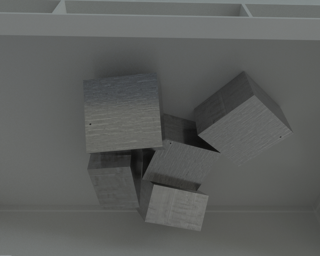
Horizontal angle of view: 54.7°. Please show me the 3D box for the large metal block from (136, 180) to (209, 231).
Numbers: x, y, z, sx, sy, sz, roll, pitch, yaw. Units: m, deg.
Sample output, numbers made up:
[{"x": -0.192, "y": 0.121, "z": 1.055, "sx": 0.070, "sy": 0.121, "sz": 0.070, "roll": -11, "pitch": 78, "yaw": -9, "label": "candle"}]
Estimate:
[{"x": 0.014, "y": 0.108, "z": 0.455, "sx": 0.081, "sy": 0.080, "sz": 0.050, "roll": 14, "pitch": 86, "yaw": -14, "label": "large metal block"}]

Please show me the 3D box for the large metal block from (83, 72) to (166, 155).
[{"x": -0.038, "y": -0.013, "z": 0.352, "sx": 0.080, "sy": 0.080, "sz": 0.050, "roll": -5, "pitch": 172, "yaw": 5, "label": "large metal block"}]

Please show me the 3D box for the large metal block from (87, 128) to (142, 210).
[{"x": -0.056, "y": 0.051, "z": 0.414, "sx": 0.050, "sy": 0.080, "sz": 0.080, "roll": -4, "pitch": 130, "yaw": 3, "label": "large metal block"}]

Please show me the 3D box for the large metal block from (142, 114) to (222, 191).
[{"x": 0.027, "y": 0.035, "z": 0.422, "sx": 0.081, "sy": 0.050, "sz": 0.079, "roll": 15, "pitch": 129, "yaw": -13, "label": "large metal block"}]

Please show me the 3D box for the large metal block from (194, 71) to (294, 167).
[{"x": 0.101, "y": -0.009, "z": 0.385, "sx": 0.080, "sy": 0.050, "sz": 0.080, "roll": 36, "pitch": 121, "yaw": -27, "label": "large metal block"}]
